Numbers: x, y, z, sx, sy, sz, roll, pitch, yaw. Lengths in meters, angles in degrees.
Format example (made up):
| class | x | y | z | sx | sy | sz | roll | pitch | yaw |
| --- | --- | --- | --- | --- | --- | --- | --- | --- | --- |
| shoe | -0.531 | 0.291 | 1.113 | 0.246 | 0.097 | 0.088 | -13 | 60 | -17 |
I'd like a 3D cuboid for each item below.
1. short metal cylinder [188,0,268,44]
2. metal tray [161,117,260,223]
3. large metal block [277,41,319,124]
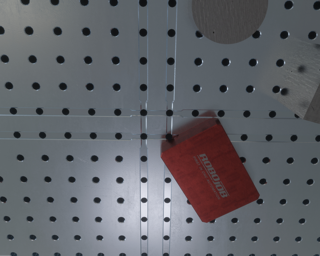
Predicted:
| class | x | y | z | sx | sy | sz | roll | pitch | yaw |
| --- | --- | --- | --- | --- | --- | --- | --- | --- | --- |
| short metal cylinder | 0.074 | -0.138 | 0.350 | 0.081 | 0.050 | 0.079 | 0 | 110 | 0 |
| metal tray | 0.070 | 0.061 | 0.434 | 0.090 | 0.030 | 0.130 | -28 | 108 | 10 |
| large metal block | 0.192 | -0.053 | 0.366 | 0.050 | 0.080 | 0.079 | 15 | 109 | -6 |
